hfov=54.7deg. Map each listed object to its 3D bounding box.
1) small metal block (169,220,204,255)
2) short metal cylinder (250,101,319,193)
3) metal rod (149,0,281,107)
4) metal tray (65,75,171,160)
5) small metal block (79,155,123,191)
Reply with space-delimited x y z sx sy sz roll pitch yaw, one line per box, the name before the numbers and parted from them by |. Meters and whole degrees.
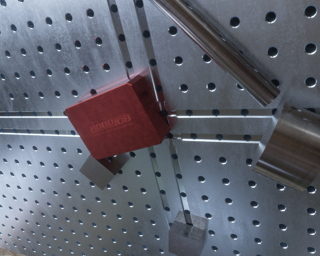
small metal block | 0.042 0.183 0.501 0.050 0.025 0.050 12 124 21
short metal cylinder | 0.133 0.018 0.317 0.050 0.080 0.079 25 127 12
metal rod | 0.008 -0.133 0.323 0.300 0.025 0.025 43 129 -2
metal tray | -0.061 -0.010 0.432 0.130 0.030 0.090 -16 110 34
small metal block | -0.095 0.066 0.500 0.050 0.025 0.050 40 129 0
